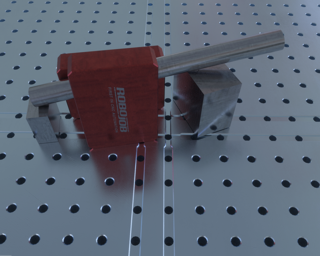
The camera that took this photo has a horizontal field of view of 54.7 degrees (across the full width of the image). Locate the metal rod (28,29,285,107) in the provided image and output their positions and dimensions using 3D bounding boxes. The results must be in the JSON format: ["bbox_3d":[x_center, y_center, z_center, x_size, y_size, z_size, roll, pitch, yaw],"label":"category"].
[{"bbox_3d":[-0.004,-0.071,0.369,0.302,0.025,0.025,-13,51,1],"label":"metal rod"}]

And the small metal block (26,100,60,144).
[{"bbox_3d":[-0.150,-0.016,0.402,0.025,0.050,0.050,-6,51,-6],"label":"small metal block"}]

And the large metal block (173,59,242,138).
[{"bbox_3d":[0.058,-0.048,0.412,0.050,0.080,0.080,-18,53,-15],"label":"large metal block"}]

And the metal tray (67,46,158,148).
[{"bbox_3d":[-0.049,-0.030,0.364,0.091,0.129,0.030,-7,51,-7],"label":"metal tray"}]

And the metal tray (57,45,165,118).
[{"bbox_3d":[-0.060,-0.059,0.413,0.131,0.089,0.030,-7,52,-6],"label":"metal tray"}]
